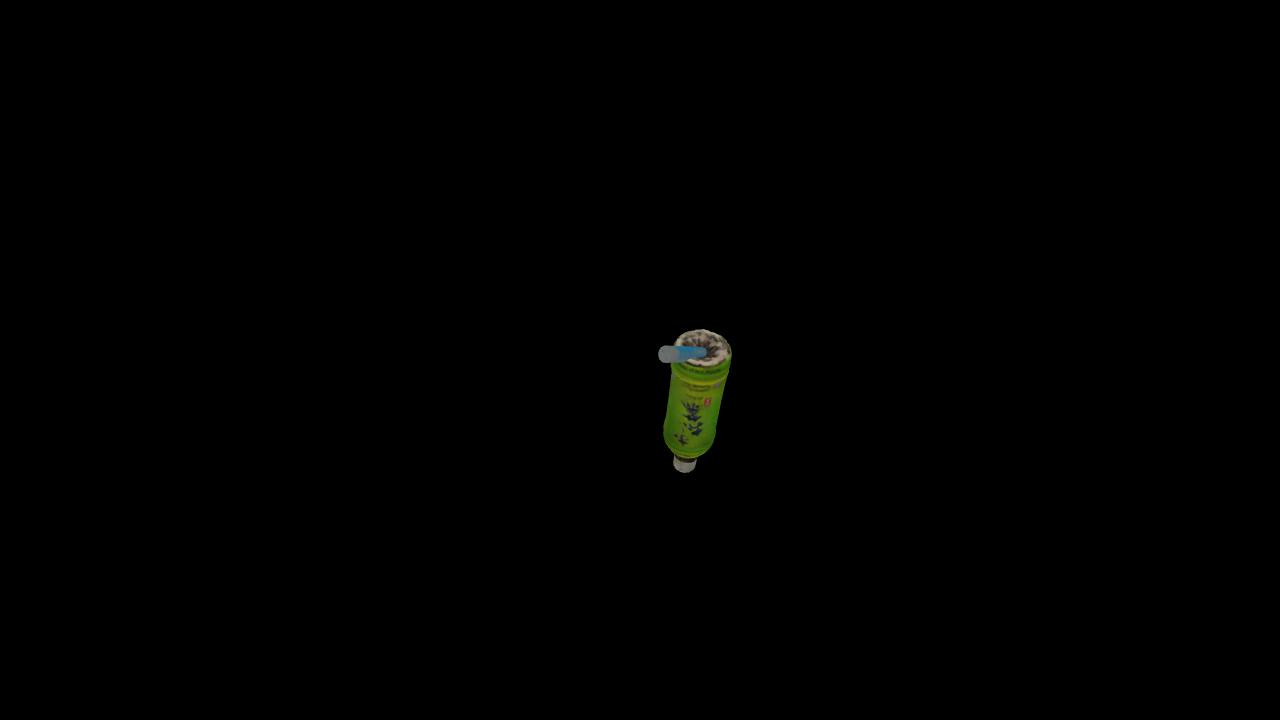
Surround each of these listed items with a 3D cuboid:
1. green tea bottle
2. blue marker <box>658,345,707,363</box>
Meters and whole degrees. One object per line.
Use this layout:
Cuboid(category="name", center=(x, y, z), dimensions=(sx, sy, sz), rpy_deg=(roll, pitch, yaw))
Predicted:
Cuboid(category="green tea bottle", center=(0.067, 0.063, 0.767), dimensions=(0.073, 0.212, 0.073), rpy_deg=(1, 41, -1))
Cuboid(category="blue marker", center=(0.065, -0.006, 0.705), dimensions=(0.020, 0.020, 0.121), rpy_deg=(0, 0, 40))
